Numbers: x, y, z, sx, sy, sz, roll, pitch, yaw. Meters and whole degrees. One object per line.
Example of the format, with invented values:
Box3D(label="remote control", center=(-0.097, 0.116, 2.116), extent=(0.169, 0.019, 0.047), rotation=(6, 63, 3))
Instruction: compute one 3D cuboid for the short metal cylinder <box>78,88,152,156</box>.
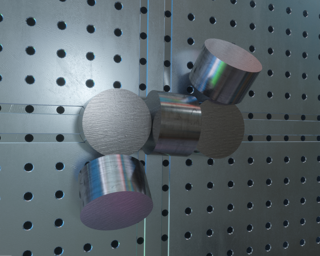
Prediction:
Box3D(label="short metal cylinder", center=(-0.056, -0.006, 0.378), extent=(0.081, 0.050, 0.079), rotation=(0, 90, -21))

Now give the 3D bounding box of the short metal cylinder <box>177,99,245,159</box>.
Box3D(label="short metal cylinder", center=(0.067, 0.000, 0.425), extent=(0.081, 0.050, 0.079), rotation=(0, 90, -21))

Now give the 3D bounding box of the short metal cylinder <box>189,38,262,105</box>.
Box3D(label="short metal cylinder", center=(0.085, -0.075, 0.409), extent=(0.081, 0.080, 0.050), rotation=(9, 129, -20))

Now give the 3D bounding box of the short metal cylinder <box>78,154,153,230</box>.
Box3D(label="short metal cylinder", center=(-0.052, 0.076, 0.359), extent=(0.081, 0.050, 0.080), rotation=(-10, 137, -9))

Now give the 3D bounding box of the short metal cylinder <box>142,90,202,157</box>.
Box3D(label="short metal cylinder", center=(0.011, -0.005, 0.388), extent=(0.050, 0.080, 0.080), rotation=(5, 88, -20))
